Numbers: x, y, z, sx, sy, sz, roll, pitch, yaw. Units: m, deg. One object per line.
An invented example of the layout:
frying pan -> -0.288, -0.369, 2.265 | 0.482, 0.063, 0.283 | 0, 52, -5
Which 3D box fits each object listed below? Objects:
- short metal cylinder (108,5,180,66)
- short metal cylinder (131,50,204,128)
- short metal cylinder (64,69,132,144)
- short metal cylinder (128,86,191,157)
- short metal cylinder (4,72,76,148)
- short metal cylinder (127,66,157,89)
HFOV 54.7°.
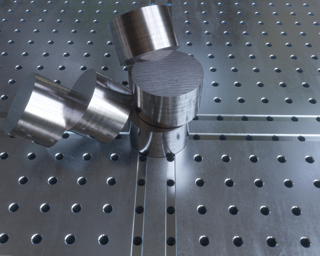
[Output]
short metal cylinder -> -0.020, -0.116, 0.395 | 0.081, 0.080, 0.050 | -19, 96, -15
short metal cylinder -> 0.009, -0.047, 0.363 | 0.081, 0.050, 0.080 | 0, 50, 0
short metal cylinder -> -0.079, -0.026, 0.384 | 0.050, 0.080, 0.080 | 26, 39, -35
short metal cylinder -> -0.001, -0.009, 0.398 | 0.081, 0.050, 0.080 | 0, 50, 0
short metal cylinder -> -0.147, -0.021, 0.380 | 0.050, 0.080, 0.080 | 26, 39, -35
short metal cylinder -> -0.005, -0.071, 0.450 | 0.081, 0.050, 0.080 | 0, 50, 0
